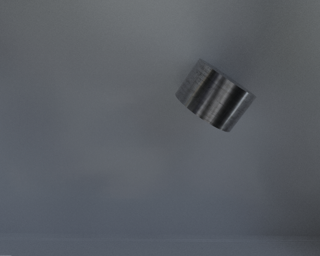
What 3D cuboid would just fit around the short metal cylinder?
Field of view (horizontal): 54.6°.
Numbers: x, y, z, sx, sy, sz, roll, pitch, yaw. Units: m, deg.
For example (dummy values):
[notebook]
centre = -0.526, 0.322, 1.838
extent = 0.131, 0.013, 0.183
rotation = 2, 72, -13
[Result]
[short metal cylinder]
centre = 0.065, -0.039, 0.368
extent = 0.080, 0.080, 0.050
rotation = 31, 107, -11
